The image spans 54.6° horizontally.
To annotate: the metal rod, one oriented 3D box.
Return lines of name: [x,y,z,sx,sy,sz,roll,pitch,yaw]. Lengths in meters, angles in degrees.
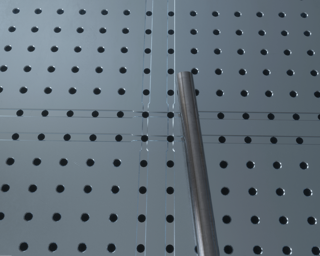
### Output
metal rod: [0.048,0.066,0.387,0.025,0.025,0.299,-5,70,-2]
